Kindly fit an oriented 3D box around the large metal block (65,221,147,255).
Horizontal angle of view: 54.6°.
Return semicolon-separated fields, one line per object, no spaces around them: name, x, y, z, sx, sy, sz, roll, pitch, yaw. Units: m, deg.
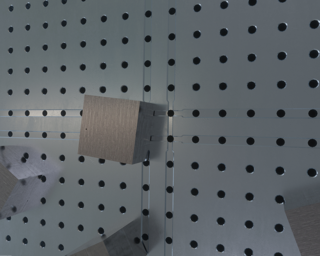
large metal block;-0.076;0.173;0.411;0.080;0.080;0.050;-29;81;18

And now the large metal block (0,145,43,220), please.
large metal block;-0.247;0.084;0.488;0.080;0.050;0.080;36;102;16

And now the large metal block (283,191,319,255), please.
large metal block;0.188;0.111;0.333;0.080;0.050;0.080;-21;83;19

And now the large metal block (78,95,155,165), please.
large metal block;-0.058;0.001;0.420;0.080;0.050;0.080;8;93;20
